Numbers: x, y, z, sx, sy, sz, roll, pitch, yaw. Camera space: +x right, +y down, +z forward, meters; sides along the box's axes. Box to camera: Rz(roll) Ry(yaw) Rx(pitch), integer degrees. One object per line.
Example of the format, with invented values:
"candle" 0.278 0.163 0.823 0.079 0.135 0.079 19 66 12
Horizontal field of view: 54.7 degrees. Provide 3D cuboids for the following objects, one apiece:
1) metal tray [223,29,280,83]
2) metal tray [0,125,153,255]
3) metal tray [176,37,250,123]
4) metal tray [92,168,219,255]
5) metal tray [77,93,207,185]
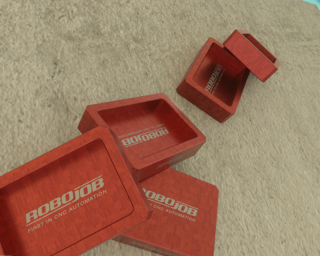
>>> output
"metal tray" 0.163 -0.128 0.535 0.090 0.030 0.131 45 27 4
"metal tray" -0.084 0.066 0.271 0.131 0.030 0.090 -28 74 -2
"metal tray" 0.091 -0.081 0.500 0.090 0.030 0.130 34 51 -6
"metal tray" 0.000 0.090 0.347 0.131 0.030 0.090 23 53 -14
"metal tray" -0.016 0.006 0.360 0.131 0.030 0.090 -17 58 -48
